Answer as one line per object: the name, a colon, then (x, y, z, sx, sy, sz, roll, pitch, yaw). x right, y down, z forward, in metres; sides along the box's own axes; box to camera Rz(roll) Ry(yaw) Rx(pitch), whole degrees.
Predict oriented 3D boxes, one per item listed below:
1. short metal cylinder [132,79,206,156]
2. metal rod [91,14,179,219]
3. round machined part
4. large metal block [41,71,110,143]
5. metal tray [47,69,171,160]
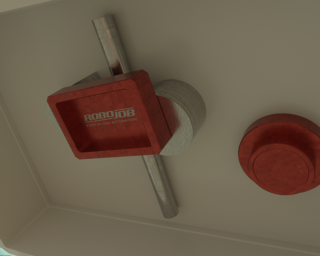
short metal cylinder: (0.010, -0.013, 0.378, 0.080, 0.050, 0.079, 13, 124, 20)
metal rod: (-0.026, 0.001, 0.421, 0.025, 0.025, 0.298, -4, 117, 30)
round machined part: (0.137, 0.036, 0.348, 0.098, 0.042, 0.097, 13, 124, 20)
large metal block: (-0.104, -0.019, 0.433, 0.080, 0.050, 0.080, -26, 105, 37)
metal tray: (-0.061, -0.011, 0.364, 0.130, 0.030, 0.090, -7, 115, 30)
